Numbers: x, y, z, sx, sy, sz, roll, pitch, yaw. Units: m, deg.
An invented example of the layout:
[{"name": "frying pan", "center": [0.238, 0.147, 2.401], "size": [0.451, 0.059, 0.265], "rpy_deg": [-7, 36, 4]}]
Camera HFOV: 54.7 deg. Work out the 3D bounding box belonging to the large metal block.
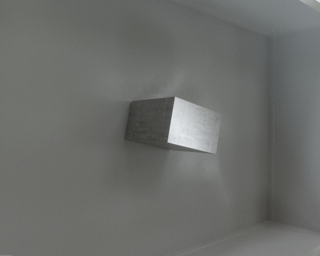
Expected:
[{"name": "large metal block", "center": [0.016, -0.001, 0.383], "size": [0.081, 0.080, 0.050], "rpy_deg": [16, 80, -39]}]
